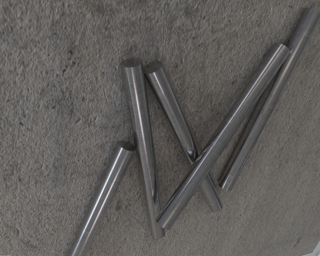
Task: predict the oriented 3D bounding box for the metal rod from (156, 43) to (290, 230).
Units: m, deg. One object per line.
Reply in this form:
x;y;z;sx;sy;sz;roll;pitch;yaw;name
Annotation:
0.087;0.013;0.436;0.025;0.025;0.299;32;93;-38;metal rod

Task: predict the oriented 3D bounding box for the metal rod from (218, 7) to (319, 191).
0.161;-0.030;0.475;0.025;0.025;0.298;7;115;-32;metal rod

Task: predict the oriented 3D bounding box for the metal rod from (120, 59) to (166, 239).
-0.017;0.050;0.427;0.025;0.025;0.298;-19;126;-17;metal rod

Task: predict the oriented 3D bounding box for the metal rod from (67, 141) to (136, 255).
-0.105;0.151;0.442;0.025;0.025;0.298;14;111;-34;metal rod

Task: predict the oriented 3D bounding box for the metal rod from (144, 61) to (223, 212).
0.045;0.034;0.451;0.025;0.025;0.299;-33;129;-7;metal rod
